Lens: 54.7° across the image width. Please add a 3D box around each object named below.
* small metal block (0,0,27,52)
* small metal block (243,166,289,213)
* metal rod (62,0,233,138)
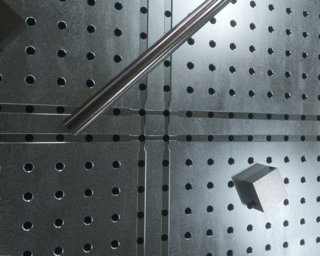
[{"bbox_3d":[-0.187,-0.117,0.343,0.050,0.025,0.050,44,76,-15],"label":"small metal block"},{"bbox_3d":[0.162,0.093,0.475,0.050,0.025,0.050,-26,99,-19],"label":"small metal block"},{"bbox_3d":[-0.004,-0.098,0.411,0.301,0.025,0.025,-44,104,-15],"label":"metal rod"}]
